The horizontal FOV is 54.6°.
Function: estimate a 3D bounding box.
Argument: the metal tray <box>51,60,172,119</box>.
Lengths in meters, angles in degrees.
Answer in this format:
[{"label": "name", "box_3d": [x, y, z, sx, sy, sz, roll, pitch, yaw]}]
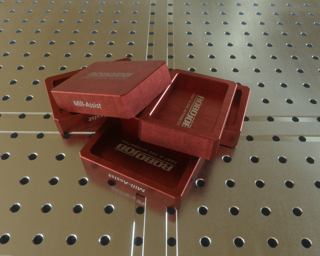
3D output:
[{"label": "metal tray", "box_3d": [-0.063, -0.053, 0.396, 0.130, 0.030, 0.090, 8, 39, 35]}]

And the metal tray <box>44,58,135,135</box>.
[{"label": "metal tray", "box_3d": [-0.090, -0.050, 0.445, 0.131, 0.030, 0.090, -18, 52, -14]}]

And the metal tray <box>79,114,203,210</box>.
[{"label": "metal tray", "box_3d": [-0.018, 0.032, 0.378, 0.130, 0.030, 0.090, 21, 53, 16]}]

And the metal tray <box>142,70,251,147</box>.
[{"label": "metal tray", "box_3d": [0.051, -0.031, 0.430, 0.130, 0.030, 0.090, 14, 51, 13]}]

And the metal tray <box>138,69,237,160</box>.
[{"label": "metal tray", "box_3d": [0.039, -0.024, 0.384, 0.090, 0.030, 0.130, 15, 40, 13]}]
